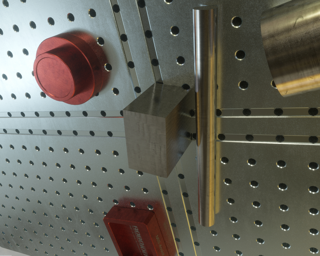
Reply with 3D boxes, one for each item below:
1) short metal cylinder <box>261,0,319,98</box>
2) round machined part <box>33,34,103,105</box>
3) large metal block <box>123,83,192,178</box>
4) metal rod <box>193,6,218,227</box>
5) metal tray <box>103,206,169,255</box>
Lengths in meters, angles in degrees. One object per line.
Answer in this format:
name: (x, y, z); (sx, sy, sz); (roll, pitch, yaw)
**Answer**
short metal cylinder: (0.125, -0.071, 0.266); (0.050, 0.080, 0.080); (-13, 112, 33)
round machined part: (-0.132, -0.075, 0.423); (0.098, 0.042, 0.097); (13, 124, 20)
large metal block: (0.001, 0.000, 0.375); (0.050, 0.080, 0.079); (12, 123, 22)
metal rod: (0.057, 0.008, 0.385); (0.025, 0.025, 0.298); (9, 123, 23)
metal tray: (-0.039, 0.204, 0.554); (0.090, 0.030, 0.129); (-2, 118, 29)
